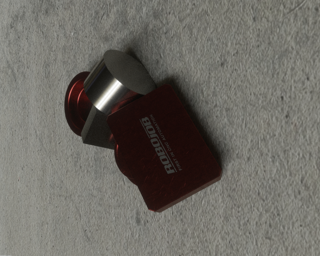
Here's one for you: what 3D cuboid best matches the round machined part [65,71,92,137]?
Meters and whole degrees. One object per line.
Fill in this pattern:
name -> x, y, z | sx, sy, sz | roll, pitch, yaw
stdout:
round machined part -> -0.100, -0.035, 0.475 | 0.098, 0.042, 0.097 | 0, 90, 39

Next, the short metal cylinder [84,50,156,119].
short metal cylinder -> -0.053, -0.058, 0.413 | 0.050, 0.081, 0.080 | -45, 63, 30

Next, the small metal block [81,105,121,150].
small metal block -> -0.075, -0.001, 0.426 | 0.050, 0.050, 0.025 | -63, 31, 20

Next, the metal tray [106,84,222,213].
metal tray -> 0.003, 0.022, 0.370 | 0.090, 0.030, 0.130 | -29, 69, 2

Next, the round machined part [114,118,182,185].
round machined part -> -0.023, 0.031, 0.412 | 0.098, 0.042, 0.097 | 0, 90, 39
